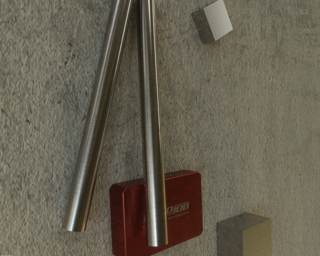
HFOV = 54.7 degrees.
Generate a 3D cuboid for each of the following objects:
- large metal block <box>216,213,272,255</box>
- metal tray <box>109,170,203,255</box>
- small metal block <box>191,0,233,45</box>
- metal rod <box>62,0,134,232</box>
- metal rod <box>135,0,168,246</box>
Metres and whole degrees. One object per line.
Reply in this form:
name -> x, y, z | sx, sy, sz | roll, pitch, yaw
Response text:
large metal block -> 0.139, 0.192, 0.509 | 0.081, 0.050, 0.079 | -3, 92, -40
metal tray -> 0.000, 0.109, 0.404 | 0.131, 0.030, 0.089 | -4, 93, -40
small metal block -> 0.080, -0.163, 0.474 | 0.050, 0.025, 0.050 | -40, 114, -33
metal rod -> -0.065, -0.038, 0.351 | 0.025, 0.025, 0.299 | 17, 79, -39
metal rod -> -0.011, -0.016, 0.372 | 0.025, 0.025, 0.298 | 3, 80, -40
